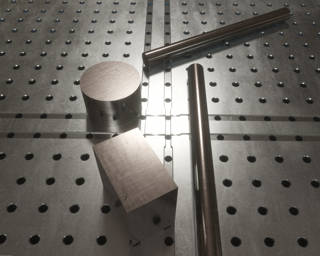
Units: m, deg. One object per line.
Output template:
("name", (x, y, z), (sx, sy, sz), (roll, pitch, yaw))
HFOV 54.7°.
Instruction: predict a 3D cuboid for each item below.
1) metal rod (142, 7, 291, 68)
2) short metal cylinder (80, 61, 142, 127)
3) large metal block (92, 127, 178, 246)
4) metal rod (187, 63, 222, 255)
("metal rod", (0.109, -0.164, 0.546), (0.302, 0.025, 0.025), (-22, 54, -18))
("short metal cylinder", (-0.066, -0.048, 0.431), (0.081, 0.050, 0.080), (0, 50, 0))
("large metal block", (-0.025, 0.061, 0.321), (0.050, 0.080, 0.080), (-23, 54, -18))
("metal rod", (0.052, 0.023, 0.388), (0.025, 0.025, 0.300), (1, 50, 1))
